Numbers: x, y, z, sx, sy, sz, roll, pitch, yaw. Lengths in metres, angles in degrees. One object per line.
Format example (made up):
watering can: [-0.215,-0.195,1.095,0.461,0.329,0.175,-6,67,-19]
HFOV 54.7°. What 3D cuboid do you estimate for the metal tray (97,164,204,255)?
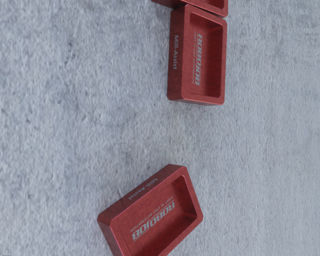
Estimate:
metal tray: [-0.006,0.116,0.398,0.131,0.030,0.090,-31,110,-36]

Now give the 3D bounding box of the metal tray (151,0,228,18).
metal tray: [0.045,-0.213,0.440,0.131,0.030,0.089,0,90,-40]

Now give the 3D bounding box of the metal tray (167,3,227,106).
metal tray: [0.056,-0.101,0.450,0.091,0.030,0.129,4,88,-40]
